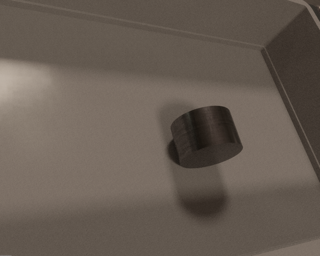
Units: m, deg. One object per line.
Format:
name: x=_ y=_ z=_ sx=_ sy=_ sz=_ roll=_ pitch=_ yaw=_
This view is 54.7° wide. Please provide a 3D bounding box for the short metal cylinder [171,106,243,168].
short metal cylinder: x=0.058 y=0.014 z=0.395 sx=0.081 sy=0.080 sz=0.050 roll=1 pitch=62 yaw=-28
